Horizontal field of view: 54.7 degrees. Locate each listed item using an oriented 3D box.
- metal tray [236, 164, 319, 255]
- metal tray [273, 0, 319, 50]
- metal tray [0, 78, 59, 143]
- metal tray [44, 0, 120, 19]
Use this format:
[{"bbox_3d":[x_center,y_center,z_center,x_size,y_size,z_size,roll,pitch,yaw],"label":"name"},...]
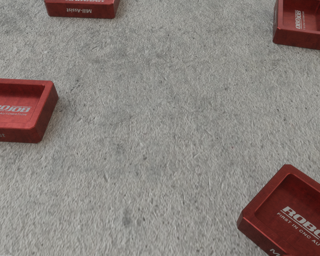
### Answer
[{"bbox_3d":[0.157,0.106,0.311,0.091,0.030,0.130,-37,59,-27],"label":"metal tray"},{"bbox_3d":[0.258,-0.198,0.567,0.090,0.030,0.130,11,51,9],"label":"metal tray"},{"bbox_3d":[-0.216,-0.026,0.420,0.131,0.030,0.090,3,50,2],"label":"metal tray"},{"bbox_3d":[-0.149,-0.256,0.613,0.131,0.030,0.090,3,50,2],"label":"metal tray"}]
